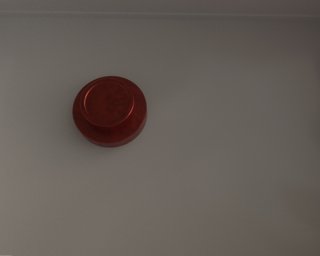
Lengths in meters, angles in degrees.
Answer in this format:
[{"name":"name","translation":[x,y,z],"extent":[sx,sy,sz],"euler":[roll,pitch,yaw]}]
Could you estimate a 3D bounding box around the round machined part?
[{"name":"round machined part","translation":[-0.067,-0.026,0.410],"extent":[0.099,0.042,0.098],"euler":[0,70,0]}]
